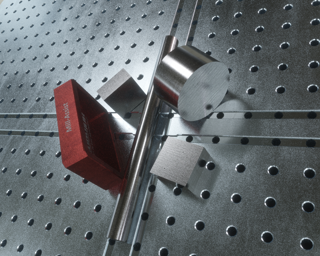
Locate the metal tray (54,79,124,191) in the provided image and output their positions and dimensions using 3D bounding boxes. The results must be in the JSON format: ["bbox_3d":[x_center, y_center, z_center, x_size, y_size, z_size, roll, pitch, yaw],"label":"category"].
[{"bbox_3d":[-0.093,0.008,0.408,0.030,0.090,0.130,-29,52,10],"label":"metal tray"}]

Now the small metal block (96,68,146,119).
[{"bbox_3d":[-0.054,-0.049,0.448,0.050,0.050,0.025,-41,51,0],"label":"small metal block"}]

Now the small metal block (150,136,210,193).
[{"bbox_3d":[0.024,0.043,0.369,0.050,0.025,0.050,16,70,34],"label":"small metal block"}]

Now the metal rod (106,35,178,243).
[{"bbox_3d":[-0.017,-0.003,0.417,0.025,0.025,0.300,0,61,28],"label":"metal rod"}]

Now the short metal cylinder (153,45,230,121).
[{"bbox_3d":[0.039,-0.055,0.385,0.080,0.080,0.050,-44,51,-3],"label":"short metal cylinder"}]
